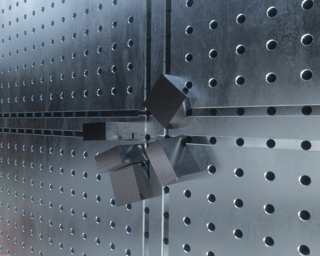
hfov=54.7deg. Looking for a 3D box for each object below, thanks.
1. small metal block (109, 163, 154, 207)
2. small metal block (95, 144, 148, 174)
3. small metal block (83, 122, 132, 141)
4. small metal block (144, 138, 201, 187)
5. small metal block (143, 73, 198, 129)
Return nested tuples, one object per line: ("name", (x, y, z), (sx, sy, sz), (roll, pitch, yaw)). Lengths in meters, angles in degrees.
("small metal block", (-0.042, 0.081, 0.442), (0.050, 0.025, 0.050), (-24, 75, 37))
("small metal block", (-0.054, 0.043, 0.436), (0.050, 0.050, 0.025), (-26, 74, 37))
("small metal block", (-0.077, 0.005, 0.454), (0.050, 0.050, 0.025), (-3, 88, 39))
("small metal block", (0.016, 0.040, 0.378), (0.025, 0.050, 0.050), (-41, 66, 32))
("small metal block", (0.012, -0.034, 0.398), (0.050, 0.025, 0.050), (48, 118, 29))
